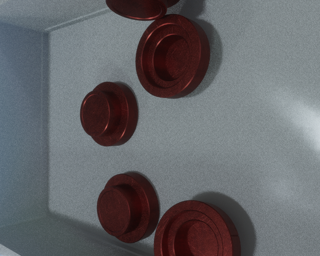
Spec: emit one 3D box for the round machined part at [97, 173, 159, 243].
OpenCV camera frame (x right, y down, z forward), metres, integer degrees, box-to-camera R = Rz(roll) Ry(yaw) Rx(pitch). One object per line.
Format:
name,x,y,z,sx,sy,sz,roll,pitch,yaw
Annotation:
round machined part,-0.052,0.114,0.439,0.098,0.042,0.097,0,90,40

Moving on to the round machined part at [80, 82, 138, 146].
round machined part,-0.083,-0.021,0.464,0.098,0.042,0.097,0,90,40

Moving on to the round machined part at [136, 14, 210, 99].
round machined part,0.020,-0.085,0.380,0.098,0.042,0.097,0,90,40

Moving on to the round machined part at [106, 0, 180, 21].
round machined part,-0.024,-0.154,0.346,0.098,0.099,0.042,3,84,40

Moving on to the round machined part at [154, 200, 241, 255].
round machined part,0.045,0.133,0.348,0.098,0.042,0.098,-13,66,33
